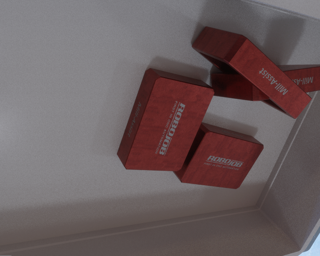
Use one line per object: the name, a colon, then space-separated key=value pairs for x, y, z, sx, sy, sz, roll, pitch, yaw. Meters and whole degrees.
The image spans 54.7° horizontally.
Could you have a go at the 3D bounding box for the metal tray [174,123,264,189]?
metal tray: x=0.093 y=0.047 z=0.488 sx=0.131 sy=0.030 sz=0.089 roll=14 pitch=111 yaw=-34

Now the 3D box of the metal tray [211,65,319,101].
metal tray: x=0.145 y=-0.062 z=0.406 sx=0.131 sy=0.090 sz=0.030 roll=-11 pitch=104 yaw=-23

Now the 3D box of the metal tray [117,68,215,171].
metal tray: x=0.006 y=-0.005 z=0.407 sx=0.091 sy=0.030 sz=0.129 roll=7 pitch=115 yaw=-32

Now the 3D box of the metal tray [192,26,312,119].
metal tray: x=0.109 y=-0.067 z=0.372 sx=0.131 sy=0.090 sz=0.030 roll=31 pitch=100 yaw=-28
